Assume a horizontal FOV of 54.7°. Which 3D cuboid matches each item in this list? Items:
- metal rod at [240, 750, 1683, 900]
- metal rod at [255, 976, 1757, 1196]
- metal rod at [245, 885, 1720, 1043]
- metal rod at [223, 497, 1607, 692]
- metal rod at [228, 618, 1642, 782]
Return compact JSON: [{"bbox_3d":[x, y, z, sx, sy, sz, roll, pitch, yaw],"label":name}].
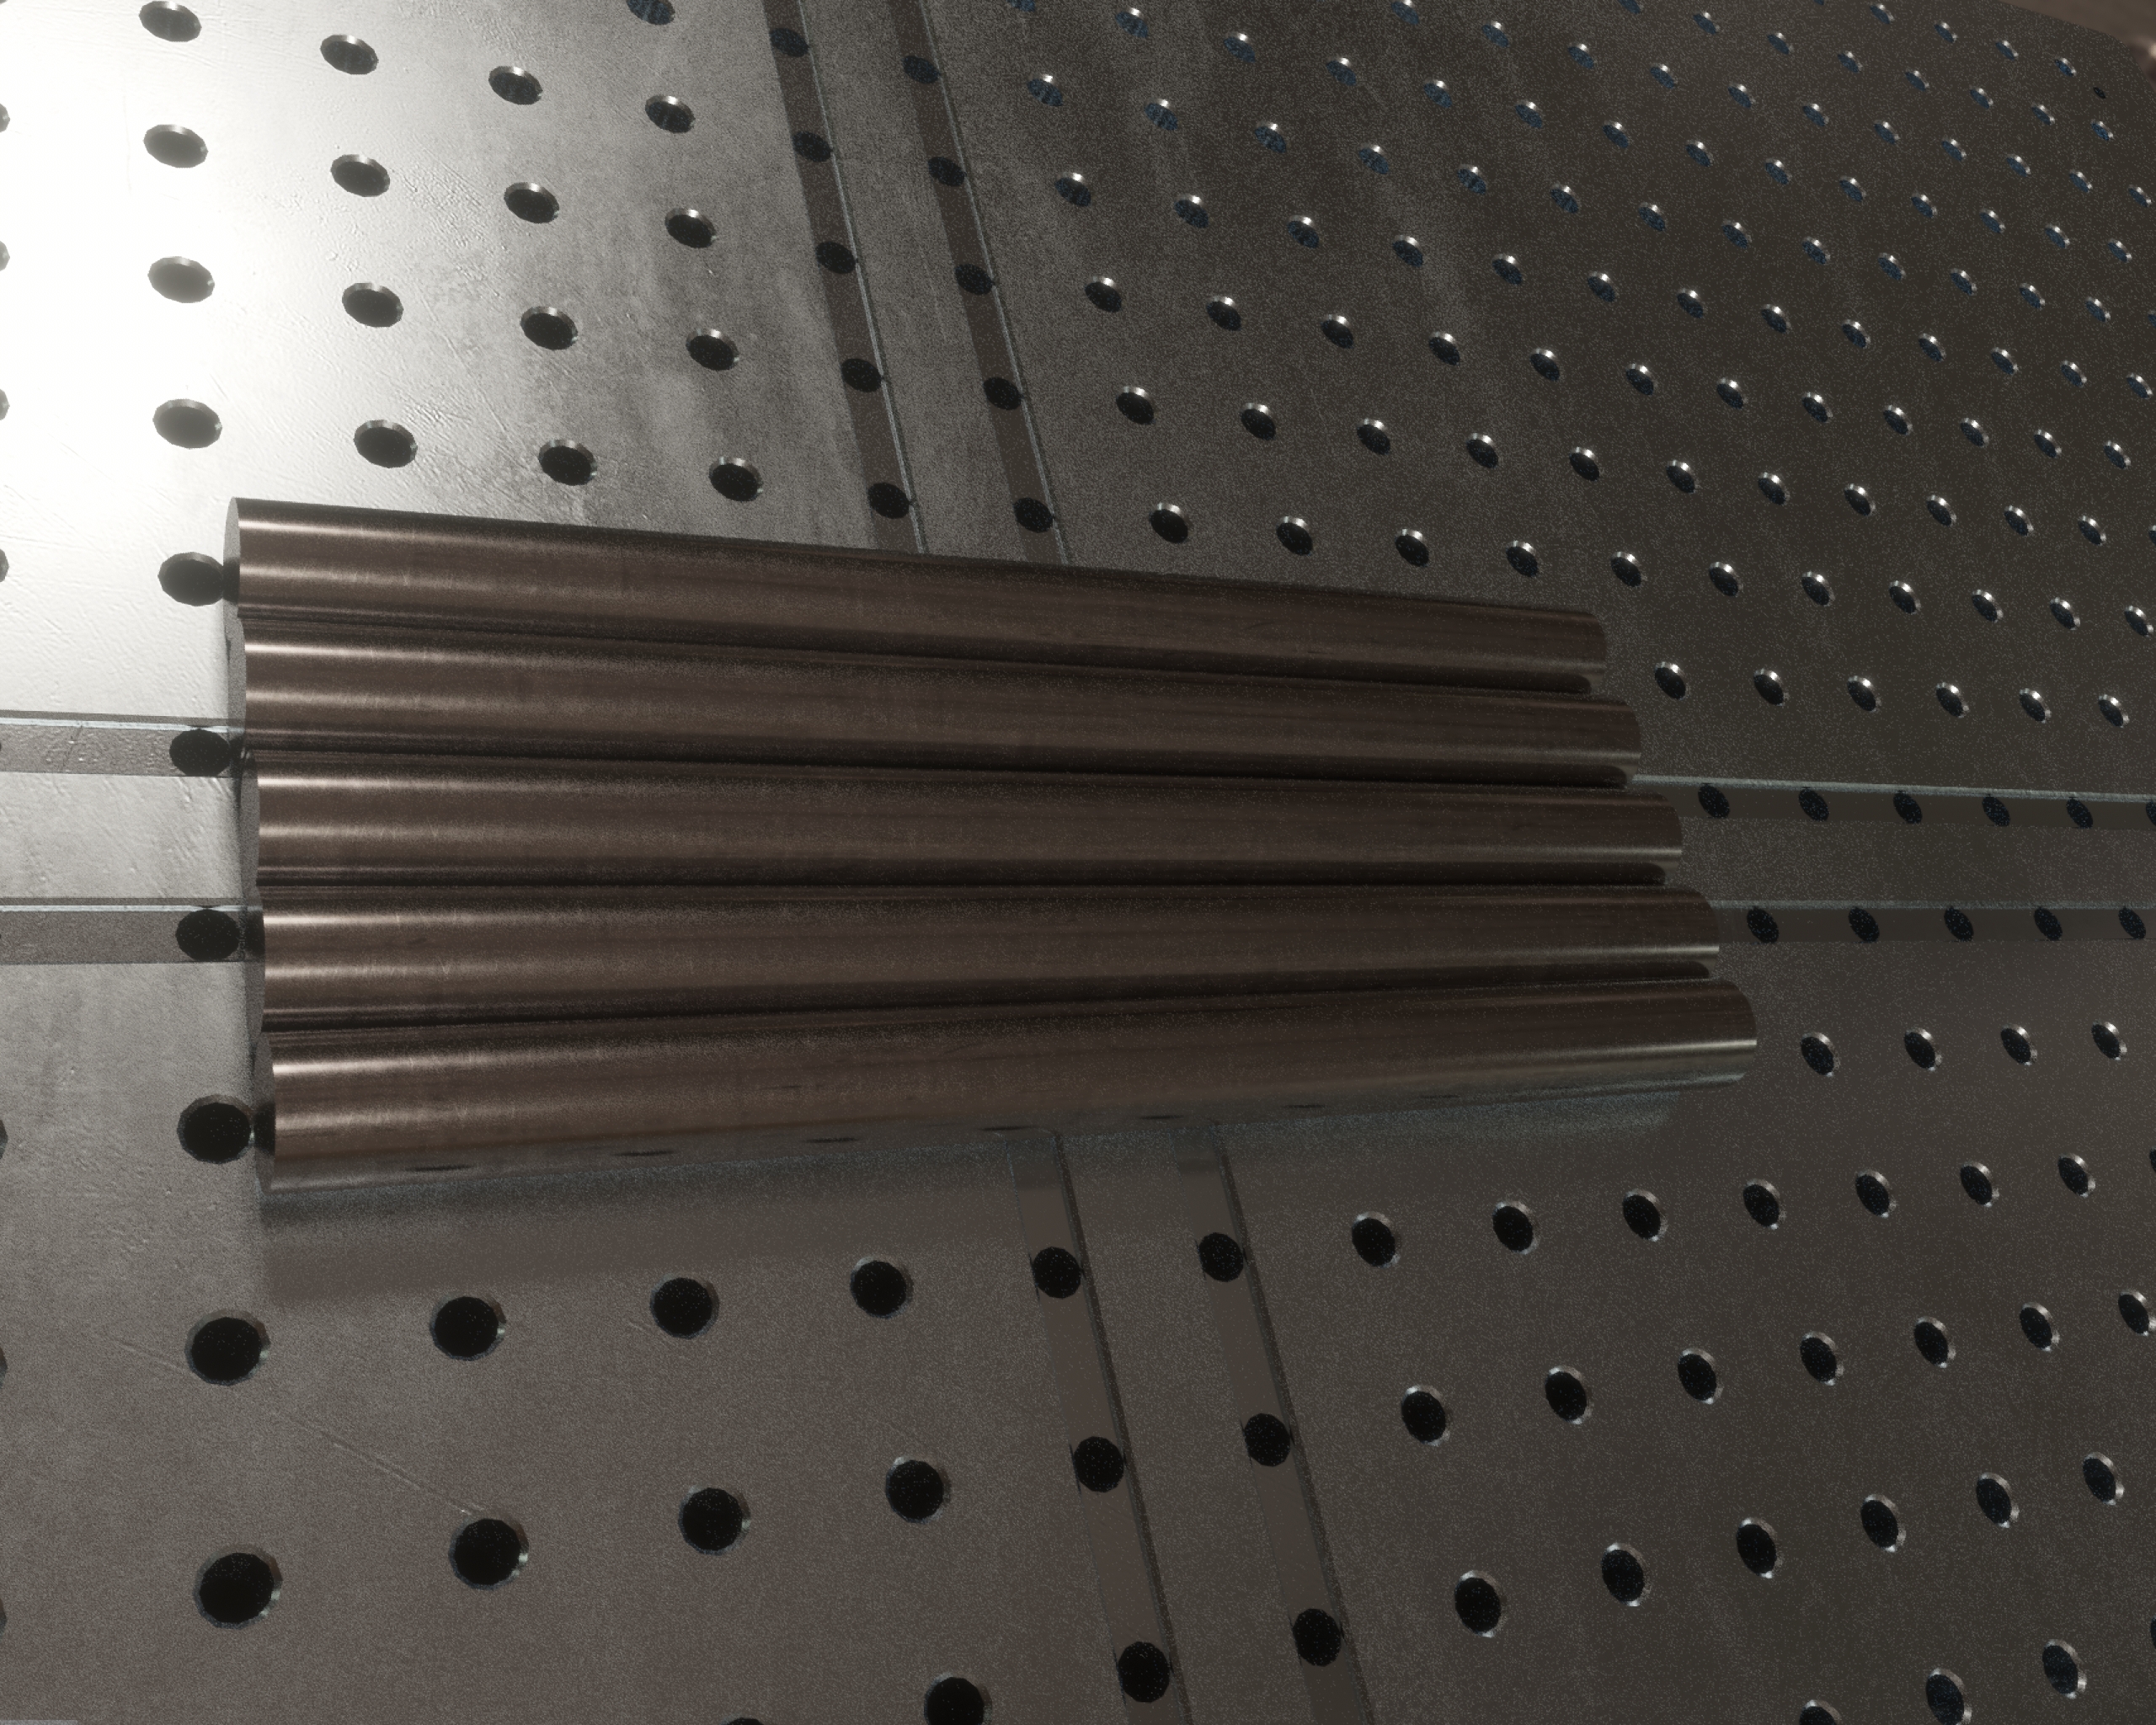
[{"bbox_3d":[-0.002,-0.005,0.411,0.303,0.025,0.025,0,62,-28],"label":"metal rod"},{"bbox_3d":[0.009,0.038,0.391,0.303,0.025,0.025,0,62,-29],"label":"metal rod"},{"bbox_3d":[0.003,0.017,0.401,0.303,0.025,0.025,0,62,-28],"label":"metal rod"},{"bbox_3d":[-0.014,-0.050,0.433,0.303,0.025,0.025,0,62,-28],"label":"metal rod"},{"bbox_3d":[-0.008,-0.028,0.422,0.303,0.025,0.025,0,62,-28],"label":"metal rod"}]
